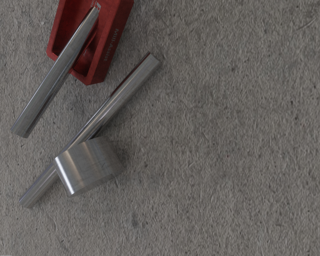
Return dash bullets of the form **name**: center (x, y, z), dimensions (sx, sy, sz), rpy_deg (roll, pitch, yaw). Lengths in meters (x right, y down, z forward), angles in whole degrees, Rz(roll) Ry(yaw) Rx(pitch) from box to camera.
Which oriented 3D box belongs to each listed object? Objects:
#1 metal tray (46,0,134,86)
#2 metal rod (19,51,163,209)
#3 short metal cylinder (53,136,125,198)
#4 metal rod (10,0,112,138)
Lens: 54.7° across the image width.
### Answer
- **metal tray**: center (-0.099, -0.135, 0.420), dimensions (0.090, 0.030, 0.129), rpy_deg (37, 120, 16)
- **metal rod**: center (-0.107, 0.011, 0.446), dimensions (0.299, 0.025, 0.025), rpy_deg (-46, 76, 14)
- **short metal cylinder**: center (-0.094, 0.052, 0.413), dimensions (0.080, 0.080, 0.050), rpy_deg (-31, 80, 17)
- **metal rod**: center (-0.108, -0.117, 0.419), dimensions (0.025, 0.025, 0.299), rpy_deg (34, 90, 17)
